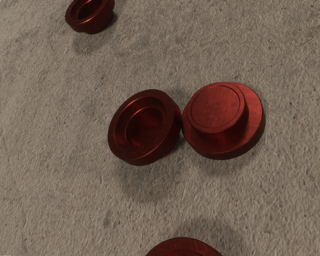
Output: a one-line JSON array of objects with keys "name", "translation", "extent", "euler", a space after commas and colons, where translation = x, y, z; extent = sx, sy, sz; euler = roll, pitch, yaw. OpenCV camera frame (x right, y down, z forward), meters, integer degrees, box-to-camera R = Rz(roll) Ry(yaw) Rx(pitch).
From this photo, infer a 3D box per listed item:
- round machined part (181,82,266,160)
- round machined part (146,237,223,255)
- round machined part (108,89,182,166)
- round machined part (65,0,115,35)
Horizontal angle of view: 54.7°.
[{"name": "round machined part", "translation": [0.070, -0.015, 0.365], "extent": [0.098, 0.042, 0.098], "euler": [-13, 56, 20]}, {"name": "round machined part", "translation": [0.026, 0.155, 0.284], "extent": [0.098, 0.042, 0.098], "euler": [-13, 56, 20]}, {"name": "round machined part", "translation": [-0.015, 0.003, 0.393], "extent": [0.098, 0.042, 0.098], "euler": [-18, 54, 26]}, {"name": "round machined part", "translation": [-0.128, -0.219, 0.592], "extent": [0.098, 0.042, 0.098], "euler": [-13, 56, 20]}]
